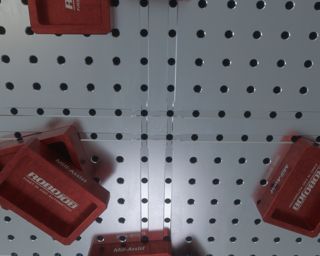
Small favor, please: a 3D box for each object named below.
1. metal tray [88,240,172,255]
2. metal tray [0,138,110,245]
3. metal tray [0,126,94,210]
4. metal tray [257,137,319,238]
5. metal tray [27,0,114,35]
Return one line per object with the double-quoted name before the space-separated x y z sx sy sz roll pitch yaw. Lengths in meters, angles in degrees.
"metal tray" -0.044 0.229 0.494 0.131 0.030 0.089 -5 110 1
"metal tray" -0.144 0.086 0.408 0.130 0.030 0.090 40 105 -14
"metal tray" -0.169 0.056 0.430 0.131 0.030 0.090 -14 110 5
"metal tray" 0.211 0.087 0.444 0.090 0.030 0.129 20 109 -8
"metal tray" -0.101 -0.173 0.346 0.090 0.030 0.129 0 110 0
